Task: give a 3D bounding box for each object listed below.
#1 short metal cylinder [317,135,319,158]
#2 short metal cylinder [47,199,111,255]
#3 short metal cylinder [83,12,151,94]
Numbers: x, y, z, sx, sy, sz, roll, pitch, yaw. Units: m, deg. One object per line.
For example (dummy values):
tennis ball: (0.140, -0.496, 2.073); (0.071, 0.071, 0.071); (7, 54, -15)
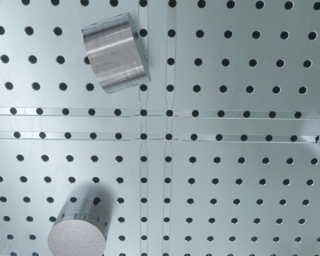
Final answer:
short metal cylinder: (0.262, 0.029, 0.413); (0.081, 0.050, 0.079); (0, 110, 0)
short metal cylinder: (-0.116, 0.152, 0.455); (0.081, 0.050, 0.079); (0, 110, 0)
short metal cylinder: (-0.047, -0.084, 0.353); (0.050, 0.080, 0.080); (-17, 109, 6)
